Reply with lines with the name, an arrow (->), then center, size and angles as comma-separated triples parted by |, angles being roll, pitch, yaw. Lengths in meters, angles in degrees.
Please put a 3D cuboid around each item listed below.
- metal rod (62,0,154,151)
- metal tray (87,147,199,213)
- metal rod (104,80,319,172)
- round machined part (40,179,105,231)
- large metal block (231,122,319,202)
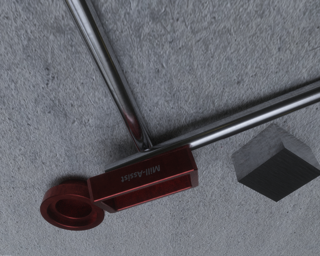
metal rod -> -0.041, -0.026, 0.384 | 0.025, 0.025, 0.299 | -13, 129, 11
metal tray -> -0.017, 0.072, 0.404 | 0.131, 0.030, 0.090 | -18, 155, 0
metal rod -> 0.069, 0.005, 0.392 | 0.301, 0.025, 0.025 | -22, 127, 9
round machined part -> -0.136, 0.120, 0.496 | 0.099, 0.042, 0.097 | -1, 130, 0
large metal block -> 0.162, 0.050, 0.436 | 0.080, 0.050, 0.080 | 29, 124, -23
